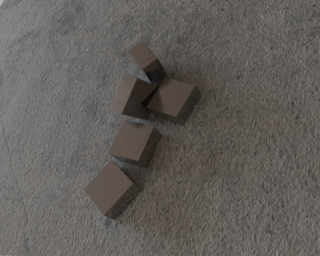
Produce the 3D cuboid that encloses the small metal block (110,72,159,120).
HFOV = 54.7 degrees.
[{"bbox_3d":[-0.032,-0.042,0.421,0.025,0.050,0.050,31,101,37],"label":"small metal block"}]

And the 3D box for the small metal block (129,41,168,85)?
[{"bbox_3d":[-0.015,-0.090,0.450,0.025,0.050,0.050,-35,51,1],"label":"small metal block"}]

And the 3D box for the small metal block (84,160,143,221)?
[{"bbox_3d":[-0.059,0.077,0.387,0.050,0.025,0.050,-48,51,-5],"label":"small metal block"}]

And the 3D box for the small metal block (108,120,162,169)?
[{"bbox_3d":[-0.033,0.021,0.408,0.050,0.025,0.050,11,67,32],"label":"small metal block"}]

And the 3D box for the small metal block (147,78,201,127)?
[{"bbox_3d":[0.019,-0.036,0.416,0.050,0.025,0.050,21,73,35],"label":"small metal block"}]
